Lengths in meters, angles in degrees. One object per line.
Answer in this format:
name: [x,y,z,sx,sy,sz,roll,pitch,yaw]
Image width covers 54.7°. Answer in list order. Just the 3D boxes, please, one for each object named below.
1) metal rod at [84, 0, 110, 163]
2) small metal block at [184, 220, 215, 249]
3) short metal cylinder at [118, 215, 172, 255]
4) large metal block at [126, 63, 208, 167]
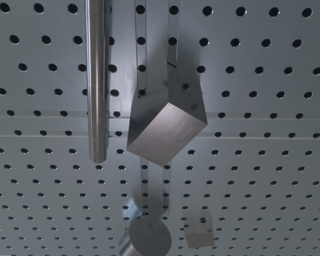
metal rod: [-0.070,-0.071,0.350,0.025,0.025,0.298,5,130,-5]
small metal block: [0.075,0.201,0.584,0.050,0.025,0.050,-10,130,8]
short metal cylinder: [-0.027,0.203,0.549,0.080,0.080,0.050,20,127,-16]
large metal block: [0.006,-0.015,0.363,0.050,0.080,0.080,28,125,-22]
